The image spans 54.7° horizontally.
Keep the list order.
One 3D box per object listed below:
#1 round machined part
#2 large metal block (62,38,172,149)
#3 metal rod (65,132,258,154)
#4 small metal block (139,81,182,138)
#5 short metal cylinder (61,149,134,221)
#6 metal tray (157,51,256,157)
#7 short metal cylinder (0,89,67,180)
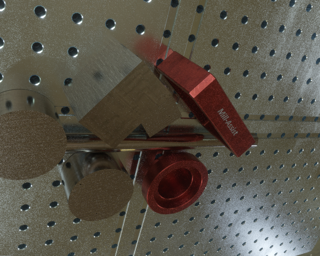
[{"bbox_3d":[0.018,0.076,0.457,0.099,0.042,0.097,-14,124,-21],"label":"round machined part"},{"bbox_3d":[-0.048,-0.039,0.325,0.080,0.080,0.050,-44,130,2],"label":"large metal block"},{"bbox_3d":[0.019,0.019,0.433,0.303,0.025,0.025,1,118,-29],"label":"metal rod"},{"bbox_3d":[-0.007,-0.024,0.392,0.050,0.025,0.050,-34,129,-6],"label":"small metal block"},{"bbox_3d":[-0.080,0.070,0.394,0.081,0.050,0.079,-14,124,-21],"label":"short metal cylinder"},{"bbox_3d":[0.058,-0.028,0.383,0.030,0.090,0.130,-43,129,1],"label":"metal tray"},{"bbox_3d":[-0.142,0.007,0.320,0.081,0.050,0.079,-14,124,-21],"label":"short metal cylinder"}]
